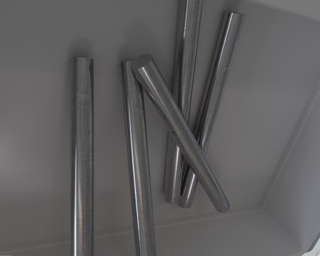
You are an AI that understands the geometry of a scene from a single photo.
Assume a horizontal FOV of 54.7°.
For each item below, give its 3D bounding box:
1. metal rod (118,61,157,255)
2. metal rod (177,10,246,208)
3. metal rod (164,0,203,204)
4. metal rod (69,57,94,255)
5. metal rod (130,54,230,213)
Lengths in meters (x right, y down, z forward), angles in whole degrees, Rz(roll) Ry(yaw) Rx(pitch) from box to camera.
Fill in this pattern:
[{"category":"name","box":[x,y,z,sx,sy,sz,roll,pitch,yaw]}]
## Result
[{"category":"metal rod","box":[-0.023,0.074,0.365,0.025,0.025,0.298,-8,98,-25]},{"category":"metal rod","box":[0.065,-0.008,0.438,0.025,0.025,0.298,-4,120,-27]},{"category":"metal rod","box":[0.027,-0.019,0.411,0.025,0.025,0.298,-10,123,-23]},{"category":"metal rod","box":[-0.084,0.077,0.333,0.025,0.025,0.298,-1,95,-28]},{"category":"metal rod","box":[0.042,0.030,0.415,0.025,0.025,0.299,-36,129,-5]}]
